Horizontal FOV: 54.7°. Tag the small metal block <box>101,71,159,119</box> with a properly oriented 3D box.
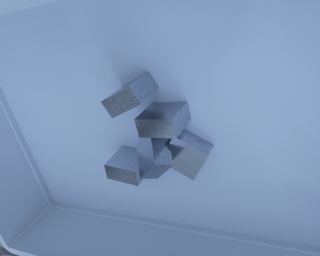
[{"bbox_3d":[-0.037,-0.042,0.386,0.050,0.050,0.025,-23,106,36],"label":"small metal block"}]

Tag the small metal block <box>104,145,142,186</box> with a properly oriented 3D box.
[{"bbox_3d":[-0.044,0.053,0.448,0.050,0.050,0.025,9,124,23],"label":"small metal block"}]

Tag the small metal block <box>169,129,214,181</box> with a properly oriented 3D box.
[{"bbox_3d":[0.036,0.034,0.411,0.050,0.025,0.050,29,128,9],"label":"small metal block"}]

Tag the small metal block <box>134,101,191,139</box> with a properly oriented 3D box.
[{"bbox_3d":[0.005,-0.011,0.383,0.050,0.050,0.025,1,118,28],"label":"small metal block"}]

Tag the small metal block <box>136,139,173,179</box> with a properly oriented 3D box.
[{"bbox_3d":[-0.009,0.035,0.410,0.025,0.050,0.050,4,150,-25],"label":"small metal block"}]
